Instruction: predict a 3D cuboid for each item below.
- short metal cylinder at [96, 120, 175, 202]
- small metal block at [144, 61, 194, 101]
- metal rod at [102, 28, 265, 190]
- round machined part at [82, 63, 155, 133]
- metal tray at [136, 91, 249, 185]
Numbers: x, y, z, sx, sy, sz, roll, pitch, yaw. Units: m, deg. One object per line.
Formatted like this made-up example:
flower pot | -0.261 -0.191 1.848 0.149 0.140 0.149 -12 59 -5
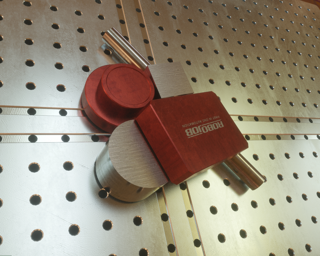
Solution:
short metal cylinder | -0.026 0.037 0.350 0.081 0.050 0.080 14 56 -21
small metal block | 0.010 -0.059 0.415 0.050 0.025 0.050 -13 71 -28
metal rod | 0.031 -0.029 0.438 0.300 0.025 0.025 45 51 3
round machined part | -0.046 -0.043 0.393 0.099 0.042 0.098 13 57 -20
metal tray | 0.044 0.005 0.371 0.131 0.030 0.090 -14 69 -47
